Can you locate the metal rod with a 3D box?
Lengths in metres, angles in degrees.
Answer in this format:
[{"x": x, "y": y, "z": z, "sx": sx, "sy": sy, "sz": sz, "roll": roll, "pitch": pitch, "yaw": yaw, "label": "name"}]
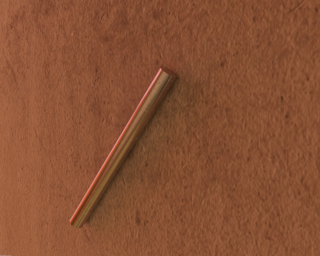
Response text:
[{"x": -0.063, "y": 0.042, "z": 0.454, "sx": 0.025, "sy": 0.025, "sz": 0.298, "roll": 48, "pitch": 118, "yaw": 29, "label": "metal rod"}]
